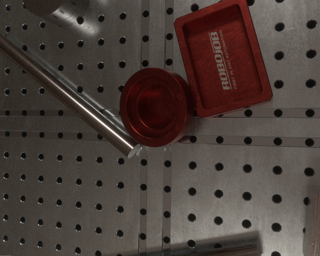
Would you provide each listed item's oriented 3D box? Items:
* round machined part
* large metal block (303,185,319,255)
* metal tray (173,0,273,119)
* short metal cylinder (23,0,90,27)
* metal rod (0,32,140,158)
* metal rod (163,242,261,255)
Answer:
[{"bbox_3d":[0.000,-0.027,0.395,0.098,0.042,0.097,4,98,31],"label":"round machined part"},{"bbox_3d":[0.201,0.109,0.329,0.080,0.050,0.079,5,92,19],"label":"large metal block"},{"bbox_3d":[0.077,-0.084,0.382,0.090,0.030,0.129,-15,85,19],"label":"metal tray"},{"bbox_3d":[-0.151,-0.195,0.451,0.080,0.050,0.079,0,90,19],"label":"short metal cylinder"},{"bbox_3d":[-0.150,-0.057,0.463,0.300,0.025,0.025,38,102,15],"label":"metal rod"},{"bbox_3d":[-0.018,0.190,0.417,0.301,0.025,0.025,-16,85,18],"label":"metal rod"}]
